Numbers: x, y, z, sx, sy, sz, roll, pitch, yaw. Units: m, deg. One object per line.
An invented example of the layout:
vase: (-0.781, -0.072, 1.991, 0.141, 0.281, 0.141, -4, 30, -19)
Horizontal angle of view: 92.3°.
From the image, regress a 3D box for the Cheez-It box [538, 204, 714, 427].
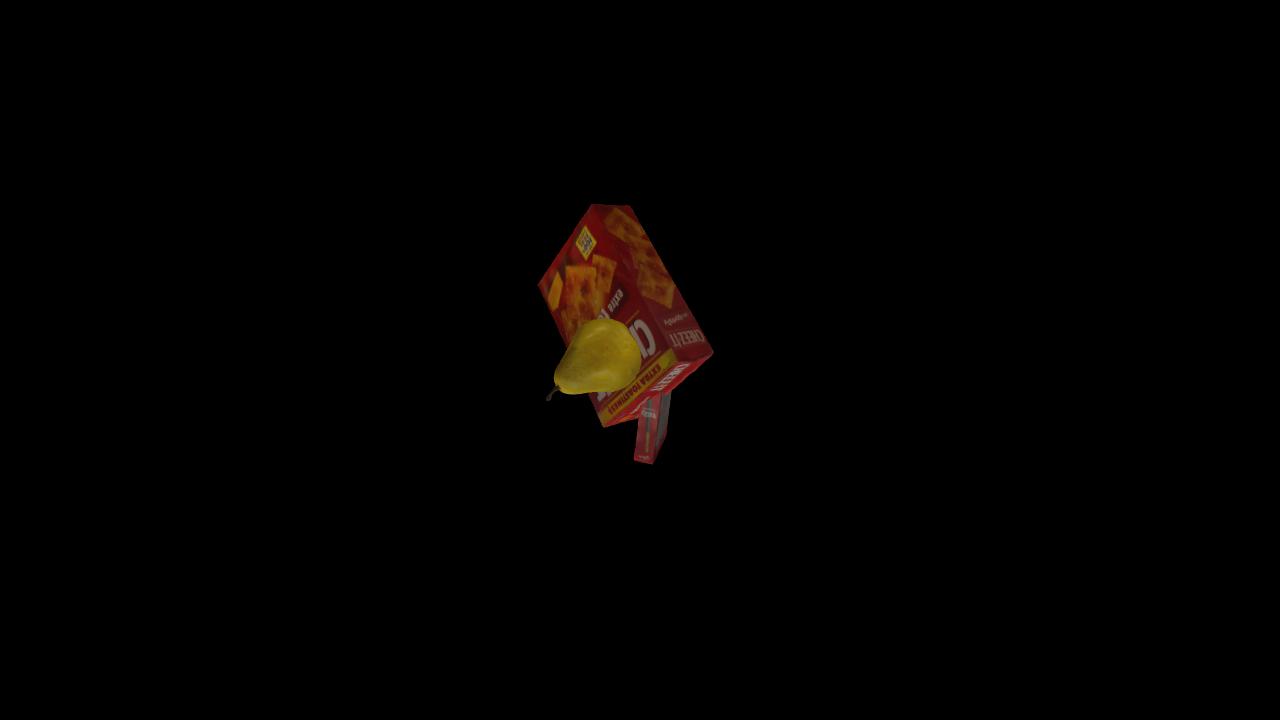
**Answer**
Cheez-It box: (-0.028, -0.053, 0.755, 0.071, 0.223, 0.166, -12, -23, -41)

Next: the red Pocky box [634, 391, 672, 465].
red Pocky box: (0.020, 0.043, 0.763, 0.028, 0.155, 0.083, 10, 20, 10)

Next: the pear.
pear: (-0.057, 0.005, 0.640, 0.111, 0.080, 0.080, -25, 9, -20)
